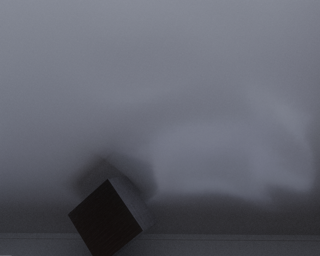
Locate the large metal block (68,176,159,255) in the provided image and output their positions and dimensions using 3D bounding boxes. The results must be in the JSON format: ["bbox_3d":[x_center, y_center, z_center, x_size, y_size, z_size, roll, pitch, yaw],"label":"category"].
[{"bbox_3d":[-0.064,0.124,0.424,0.080,0.050,0.080,-42,72,13],"label":"large metal block"}]
